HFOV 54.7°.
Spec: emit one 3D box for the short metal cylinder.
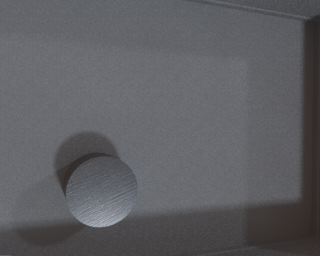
[{"bbox_3d":[-0.072,0.071,0.371,0.081,0.050,0.079,0,90,-21],"label":"short metal cylinder"}]
